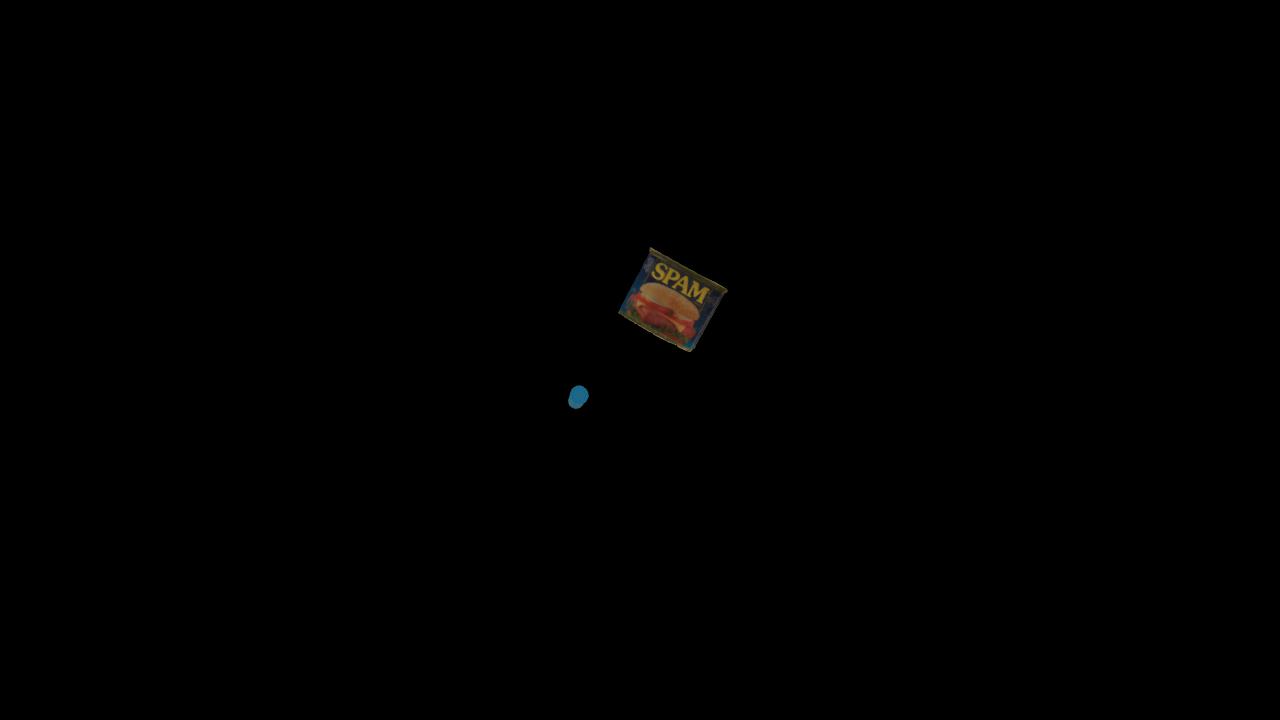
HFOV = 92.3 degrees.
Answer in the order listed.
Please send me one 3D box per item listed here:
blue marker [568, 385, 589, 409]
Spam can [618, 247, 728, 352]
[{"bbox_3d":[-0.067,0.041,0.666,0.020,0.020,0.121,0,-7,-7],"label":"blue marker"},{"bbox_3d":[0.037,-0.069,0.715,0.101,0.085,0.058,31,9,10],"label":"Spam can"}]
